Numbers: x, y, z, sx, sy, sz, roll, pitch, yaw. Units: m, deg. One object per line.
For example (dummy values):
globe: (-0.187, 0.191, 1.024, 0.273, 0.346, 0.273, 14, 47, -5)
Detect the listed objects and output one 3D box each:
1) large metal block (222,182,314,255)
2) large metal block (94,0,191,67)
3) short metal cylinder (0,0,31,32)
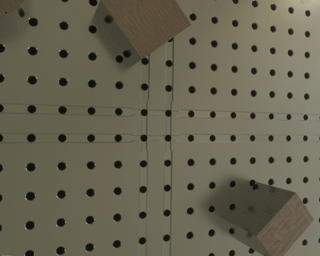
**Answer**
large metal block: (0.150, 0.129, 0.439, 0.080, 0.080, 0.050, -40, 103, -16)
large metal block: (-0.022, -0.137, 0.391, 0.080, 0.050, 0.080, -39, 103, -16)
short metal cylinder: (-0.183, -0.150, 0.331, 0.081, 0.050, 0.080, 0, 90, -20)
